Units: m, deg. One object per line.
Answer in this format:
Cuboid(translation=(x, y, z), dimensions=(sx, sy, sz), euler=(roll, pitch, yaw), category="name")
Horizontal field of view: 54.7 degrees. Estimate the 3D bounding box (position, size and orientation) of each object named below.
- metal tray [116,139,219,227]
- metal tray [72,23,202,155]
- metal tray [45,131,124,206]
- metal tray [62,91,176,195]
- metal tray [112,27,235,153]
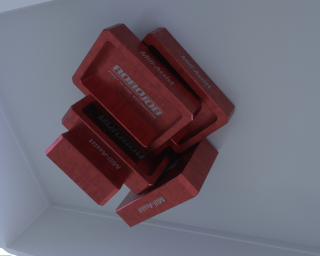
Cuboid(translation=(0.008, 0.070, 0.402), dimensions=(0.030, 0.090, 0.129), euler=(49, 128, -6), category="metal tray")
Cuboid(translation=(-0.029, -0.040, 0.353), dimensions=(0.130, 0.030, 0.090), euler=(45, 129, -3), category="metal tray")
Cuboid(translation=(-0.083, 0.039, 0.406), dimensions=(0.090, 0.130, 0.030), euler=(45, 99, -3), category="metal tray")
Cuboid(translation=(-0.045, 0.009, 0.391), dimensions=(0.130, 0.090, 0.030), euler=(45, 129, -3), category="metal tray")
Cuboid(translation=(0.013, -0.041, 0.372), dimensions=(0.130, 0.030, 0.090), euler=(48, 130, -5), category="metal tray")
